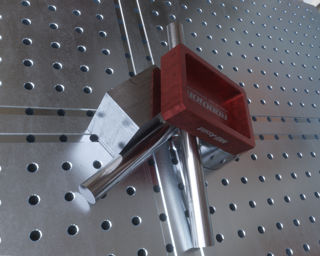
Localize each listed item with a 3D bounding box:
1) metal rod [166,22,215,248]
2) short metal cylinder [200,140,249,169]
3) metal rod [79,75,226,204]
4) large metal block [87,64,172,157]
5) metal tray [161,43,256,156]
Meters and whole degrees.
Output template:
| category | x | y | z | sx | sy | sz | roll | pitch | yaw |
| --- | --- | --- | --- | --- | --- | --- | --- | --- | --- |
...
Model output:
| category | x | y | z | sx | sy | sz | roll | pitch | yaw |
| --- | --- | --- | --- | --- | --- | --- | --- | --- | --- |
| metal rod | 0.036 | -0.005 | 0.403 | 0.025 | 0.025 | 0.299 | 4 | 69 | -27 |
| short metal cylinder | 0.081 | 0.011 | 0.430 | 0.081 | 0.050 | 0.080 | 14 | 56 | -21 |
| metal rod | 0.014 | -0.004 | 0.420 | 0.025 | 0.025 | 0.302 | 47 | 51 | 4 |
| large metal block | -0.030 | -0.019 | 0.369 | 0.050 | 0.080 | 0.080 | 47 | 51 | 4 |
| metal tray | 0.058 | -0.030 | 0.366 | 0.131 | 0.030 | 0.090 | 26 | 50 | -36 |
